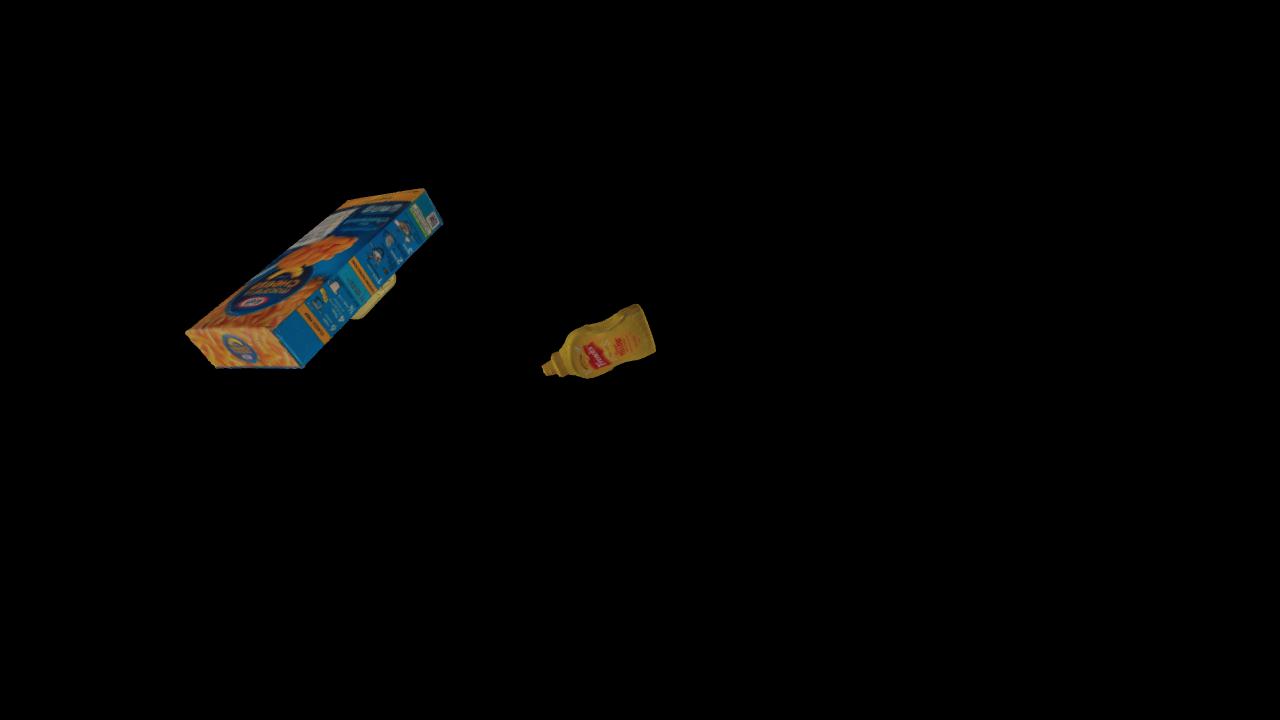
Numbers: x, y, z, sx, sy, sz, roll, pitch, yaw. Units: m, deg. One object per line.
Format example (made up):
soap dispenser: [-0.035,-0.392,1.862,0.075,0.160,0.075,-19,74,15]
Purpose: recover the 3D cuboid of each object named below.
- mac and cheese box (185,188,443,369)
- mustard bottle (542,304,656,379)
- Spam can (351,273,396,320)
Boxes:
mac and cheese box: [-0.242,-0.068,0.478,0.093,0.041,0.184,1,43,23]
mustard bottle: [-0.071,-0.017,0.991,0.184,0.092,0.054,-23,39,-5]
Spam can: [-0.421,-0.123,0.939,0.058,0.101,0.085,42,8,-33]
